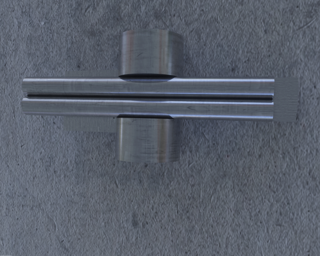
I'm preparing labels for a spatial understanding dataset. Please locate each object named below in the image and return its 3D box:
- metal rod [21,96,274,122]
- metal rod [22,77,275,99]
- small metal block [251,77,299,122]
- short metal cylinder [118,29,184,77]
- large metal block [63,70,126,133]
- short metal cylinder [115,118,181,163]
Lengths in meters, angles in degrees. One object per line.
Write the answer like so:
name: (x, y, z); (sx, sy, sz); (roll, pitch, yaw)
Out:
metal rod: (-0.024, -0.024, 0.371); (0.301, 0.025, 0.025); (2, 91, 12)
metal rod: (-0.023, -0.049, 0.371); (0.301, 0.025, 0.025); (2, 91, 12)
small metal block: (0.133, -0.033, 0.363); (0.050, 0.025, 0.050); (3, 91, 20)
short metal cylinder: (-0.011, -0.086, 0.385); (0.080, 0.080, 0.050); (2, 91, 20)
large metal block: (-0.082, -0.035, 0.426); (0.080, 0.050, 0.080); (2, 91, 20)
short metal cylinder: (-0.015, 0.013, 0.386); (0.080, 0.080, 0.050); (2, 91, 20)
